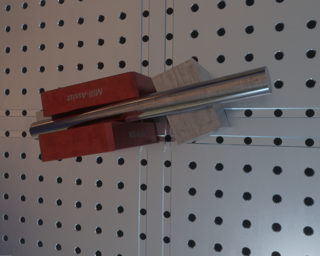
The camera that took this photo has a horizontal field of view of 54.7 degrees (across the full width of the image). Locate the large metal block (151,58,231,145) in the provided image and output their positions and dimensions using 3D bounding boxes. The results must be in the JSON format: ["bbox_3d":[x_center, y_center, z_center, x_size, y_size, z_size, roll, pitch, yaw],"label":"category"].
[{"bbox_3d":[0.040,-0.028,0.367,0.050,0.080,0.080,-24,82,18],"label":"large metal block"}]

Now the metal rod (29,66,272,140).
[{"bbox_3d":[-0.034,-0.019,0.343,0.300,0.025,0.025,-10,87,28],"label":"metal rod"}]

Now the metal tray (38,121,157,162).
[{"bbox_3d":[-0.069,0.015,0.380,0.090,0.130,0.030,-10,87,19],"label":"metal tray"}]

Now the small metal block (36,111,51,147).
[{"bbox_3d":[-0.150,0.000,0.450,0.025,0.050,0.050,-9,87,19],"label":"small metal block"}]

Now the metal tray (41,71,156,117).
[{"bbox_3d":[-0.072,-0.039,0.401,0.130,0.090,0.030,-9,88,19],"label":"metal tray"}]
